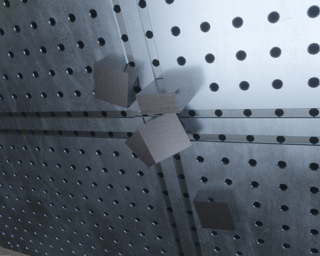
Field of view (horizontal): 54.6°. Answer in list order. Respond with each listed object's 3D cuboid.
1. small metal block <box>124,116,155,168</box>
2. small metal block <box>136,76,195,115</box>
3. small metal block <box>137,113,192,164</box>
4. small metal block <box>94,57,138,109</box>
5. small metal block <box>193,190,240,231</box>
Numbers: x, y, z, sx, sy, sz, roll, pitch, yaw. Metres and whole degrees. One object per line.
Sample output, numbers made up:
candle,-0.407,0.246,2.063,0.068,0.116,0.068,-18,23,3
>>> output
small metal block,-0.013,0.020,0.431,0.050,0.025,0.050,47,129,-5
small metal block,0.008,-0.039,0.367,0.050,0.050,0.025,-1,118,29
small metal block,0.005,0.010,0.394,0.050,0.025,0.050,-27,95,-1
small metal block,-0.058,-0.059,0.406,0.050,0.025,0.050,18,126,17
small metal block,0.081,0.117,0.441,0.050,0.025,0.050,-6,115,31
